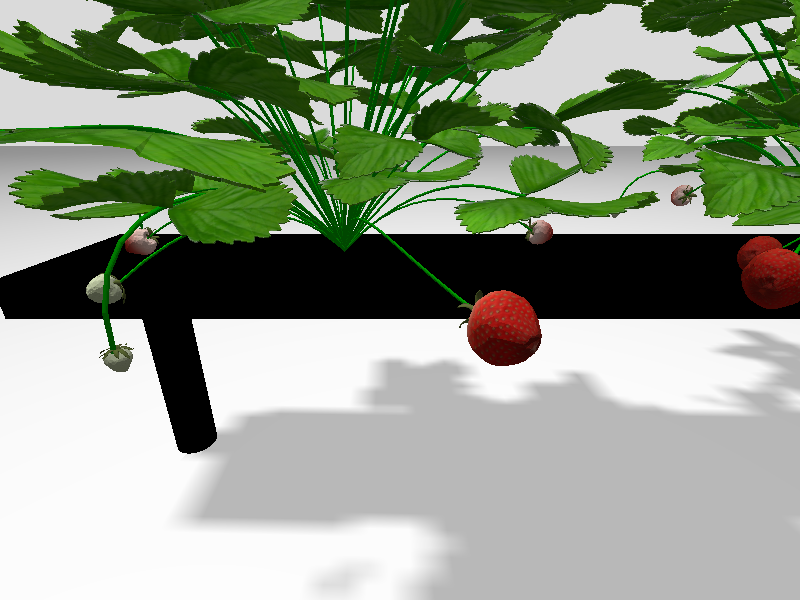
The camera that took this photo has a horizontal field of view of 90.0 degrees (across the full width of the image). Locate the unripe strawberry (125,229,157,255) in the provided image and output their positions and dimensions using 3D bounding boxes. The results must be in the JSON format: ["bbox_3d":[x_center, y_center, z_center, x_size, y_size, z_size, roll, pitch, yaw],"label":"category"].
[{"bbox_3d":[-0.225,-0.049,0.345,0.024,0.023,0.022,-23,22,5],"label":"unripe strawberry"}]

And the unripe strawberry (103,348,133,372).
[{"bbox_3d":[-0.123,0.027,0.175,0.010,0.011,0.011,8,24,18],"label":"unripe strawberry"}]

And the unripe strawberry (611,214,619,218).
[{"bbox_3d":[0.244,-0.098,0.455,0.010,0.010,0.011,15,27,32],"label":"unripe strawberry"}]

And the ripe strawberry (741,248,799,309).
[{"bbox_3d":[0.219,-0.011,0.235,0.034,0.035,0.031,-25,32,-27],"label":"ripe strawberry"}]

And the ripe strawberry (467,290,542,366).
[{"bbox_3d":[0.049,0.014,0.182,0.032,0.034,0.035,-11,26,-25],"label":"ripe strawberry"}]

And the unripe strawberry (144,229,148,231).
[{"bbox_3d":[-0.241,-0.062,0.379,0.010,0.010,0.011,3,23,6],"label":"unripe strawberry"}]

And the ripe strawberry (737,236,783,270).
[{"bbox_3d":[0.259,-0.031,0.290,0.028,0.030,0.026,-11,25,-24],"label":"ripe strawberry"}]

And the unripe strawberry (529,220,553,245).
[{"bbox_3d":[0.132,-0.063,0.374,0.022,0.023,0.020,8,21,-10],"label":"unripe strawberry"}]

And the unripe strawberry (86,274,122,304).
[{"bbox_3d":[-0.182,-0.006,0.245,0.018,0.018,0.016,-30,36,-34],"label":"unripe strawberry"}]

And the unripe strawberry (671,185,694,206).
[{"bbox_3d":[0.402,-0.149,0.572,0.026,0.030,0.028,0,11,0],"label":"unripe strawberry"}]
